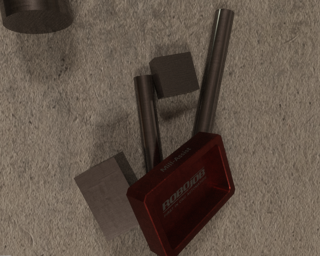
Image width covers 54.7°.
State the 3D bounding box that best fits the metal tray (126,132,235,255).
[{"bbox_3d":[0.031,0.073,0.358,0.131,0.030,0.090,-35,117,-34],"label":"metal tray"}]

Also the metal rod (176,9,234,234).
[{"bbox_3d":[0.058,-0.007,0.410,0.025,0.025,0.298,11,90,-1],"label":"metal rod"}]

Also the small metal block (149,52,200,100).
[{"bbox_3d":[0.018,-0.068,0.403,0.050,0.025,0.050,-14,90,-19],"label":"small metal block"}]

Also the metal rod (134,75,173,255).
[{"bbox_3d":[-0.003,0.080,0.410,0.025,0.025,0.298,-7,90,0],"label":"metal rod"}]

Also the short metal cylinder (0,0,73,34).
[{"bbox_3d":[-0.153,-0.154,0.380,0.080,0.080,0.050,-10,90,0],"label":"short metal cylinder"}]

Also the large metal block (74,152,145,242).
[{"bbox_3d":[-0.054,0.079,0.382,0.050,0.080,0.080,-28,90,0],"label":"large metal block"}]
